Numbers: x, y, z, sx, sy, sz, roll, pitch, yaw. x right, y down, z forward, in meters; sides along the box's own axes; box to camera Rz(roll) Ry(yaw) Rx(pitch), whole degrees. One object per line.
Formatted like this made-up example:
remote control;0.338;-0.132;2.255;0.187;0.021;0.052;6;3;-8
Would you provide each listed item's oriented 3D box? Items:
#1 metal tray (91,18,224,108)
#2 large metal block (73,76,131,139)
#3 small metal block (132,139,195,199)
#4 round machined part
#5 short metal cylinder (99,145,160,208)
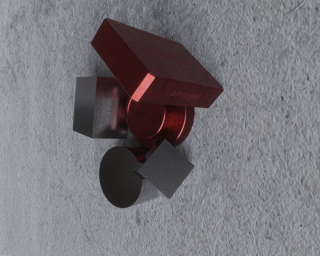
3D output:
metal tray;0.002;-0.065;0.333;0.030;0.131;0.090;-52;60;27
large metal block;-0.084;-0.030;0.441;0.080;0.050;0.079;13;99;56
small metal block;0.004;0.048;0.371;0.050;0.050;0.025;43;163;-11
round machined part;-0.007;-0.020;0.400;0.098;0.042;0.097;0;90;39
short metal cylinder;-0.036;0.063;0.418;0.080;0.050;0.079;0;90;39
